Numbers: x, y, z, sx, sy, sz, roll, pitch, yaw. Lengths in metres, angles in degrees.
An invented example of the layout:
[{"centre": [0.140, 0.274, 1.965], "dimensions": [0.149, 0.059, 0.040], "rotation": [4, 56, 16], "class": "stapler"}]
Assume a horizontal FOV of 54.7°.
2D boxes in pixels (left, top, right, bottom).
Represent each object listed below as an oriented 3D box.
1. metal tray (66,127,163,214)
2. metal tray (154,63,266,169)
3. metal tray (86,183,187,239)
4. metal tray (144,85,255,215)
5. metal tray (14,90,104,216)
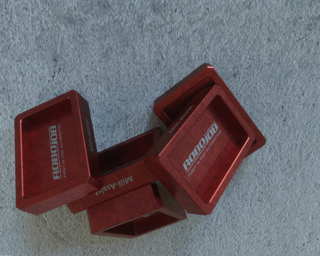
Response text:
[{"centre": [-0.053, 0.050, 0.394], "dimensions": [0.130, 0.090, 0.030], "rotation": [-23, 109, 8], "class": "metal tray"}, {"centre": [0.065, -0.007, 0.406], "dimensions": [0.090, 0.030, 0.130], "rotation": [-37, 107, 12], "class": "metal tray"}, {"centre": [-0.024, 0.113, 0.406], "dimensions": [0.090, 0.130, 0.030], "rotation": [-23, 64, 8], "class": "metal tray"}, {"centre": [0.052, 0.023, 0.361], "dimensions": [0.090, 0.030, 0.130], "rotation": [50, 58, -16], "class": "metal tray"}, {"centre": [-0.124, 0.026, 0.368], "dimensions": [0.090, 0.130, 0.030], "rotation": [-23, 147, 7], "class": "metal tray"}]
